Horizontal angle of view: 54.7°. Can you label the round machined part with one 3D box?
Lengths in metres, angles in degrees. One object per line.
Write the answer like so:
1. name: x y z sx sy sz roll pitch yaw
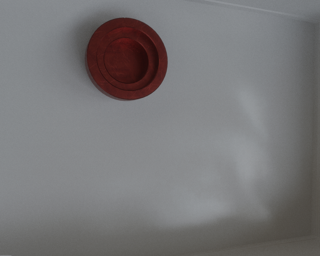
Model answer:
1. round machined part: -0.044 -0.082 0.386 0.099 0.042 0.097 0 90 -21
